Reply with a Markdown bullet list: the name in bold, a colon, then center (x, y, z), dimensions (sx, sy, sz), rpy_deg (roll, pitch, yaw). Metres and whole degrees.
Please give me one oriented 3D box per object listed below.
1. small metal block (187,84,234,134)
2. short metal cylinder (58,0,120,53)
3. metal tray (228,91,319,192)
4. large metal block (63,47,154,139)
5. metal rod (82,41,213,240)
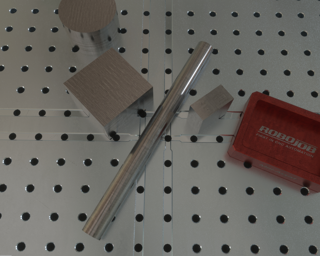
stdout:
- **small metal block**: center (0.065, -0.024, 0.408), dimensions (0.050, 0.050, 0.025), rpy_deg (-35, 74, -12)
- **short metal cylinder**: center (-0.101, -0.158, 0.455), dimensions (0.081, 0.050, 0.080), rpy_deg (0, 70, 0)
- **metal tray**: center (0.167, 0.017, 0.404), dimensions (0.130, 0.030, 0.090), rpy_deg (22, 71, 7)
- **large metal block**: center (-0.066, -0.046, 0.414), dimensions (0.080, 0.050, 0.080), rpy_deg (-41, 76, -14)
- **metal rod**: center (-0.007, 0.004, 0.410), dimensions (0.025, 0.025, 0.300), rpy_deg (28, 72, 9)
